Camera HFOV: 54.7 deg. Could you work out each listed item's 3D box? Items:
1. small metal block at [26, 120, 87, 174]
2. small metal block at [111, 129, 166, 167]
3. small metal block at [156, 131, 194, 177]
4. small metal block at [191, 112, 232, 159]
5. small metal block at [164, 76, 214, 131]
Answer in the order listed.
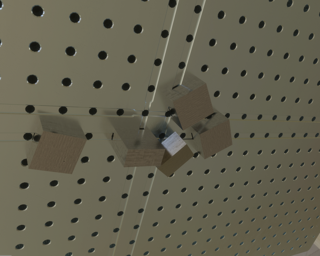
[{"bbox_3d":[-0.121,0.023,0.361,0.050,0.025,0.050,15,111,-35],"label":"small metal block"},{"bbox_3d":[-0.029,0.025,0.396,0.050,0.050,0.025,1,118,-29],"label":"small metal block"},{"bbox_3d":[0.016,0.038,0.435,0.050,0.025,0.050,-40,152,-1],"label":"small metal block"},{"bbox_3d":[0.078,0.011,0.463,0.050,0.025,0.050,-26,128,-13],"label":"small metal block"},{"bbox_3d":[0.040,-0.033,0.415,0.050,0.025,0.050,-30,129,-9],"label":"small metal block"}]
